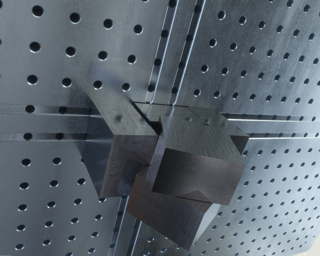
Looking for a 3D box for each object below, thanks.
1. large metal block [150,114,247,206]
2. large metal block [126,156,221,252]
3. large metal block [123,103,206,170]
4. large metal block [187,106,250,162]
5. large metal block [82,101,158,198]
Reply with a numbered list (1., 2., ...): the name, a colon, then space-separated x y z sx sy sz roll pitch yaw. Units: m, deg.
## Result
1. large metal block: 0.035 0.032 0.333 0.081 0.080 0.050 13 113 -10
2. large metal block: 0.022 0.077 0.350 0.080 0.080 0.050 -24 136 -57
3. large metal block: 0.003 0.017 0.406 0.081 0.050 0.079 3 117 -30
4. large metal block: 0.065 0.025 0.428 0.050 0.080 0.079 4 117 -31
5. large metal block: -0.051 0.023 0.363 0.050 0.080 0.079 2 118 -30
